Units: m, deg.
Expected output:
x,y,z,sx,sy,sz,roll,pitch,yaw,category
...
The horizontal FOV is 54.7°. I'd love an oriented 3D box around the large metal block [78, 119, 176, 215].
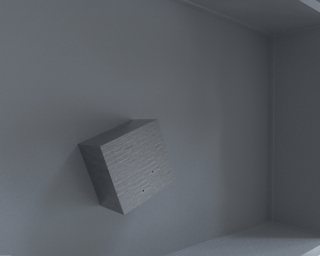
x,y,z,sx,sy,sz,roll,pitch,yaw,category
-0.036,0.041,0.362,0.081,0.050,0.080,-27,107,-37,large metal block
